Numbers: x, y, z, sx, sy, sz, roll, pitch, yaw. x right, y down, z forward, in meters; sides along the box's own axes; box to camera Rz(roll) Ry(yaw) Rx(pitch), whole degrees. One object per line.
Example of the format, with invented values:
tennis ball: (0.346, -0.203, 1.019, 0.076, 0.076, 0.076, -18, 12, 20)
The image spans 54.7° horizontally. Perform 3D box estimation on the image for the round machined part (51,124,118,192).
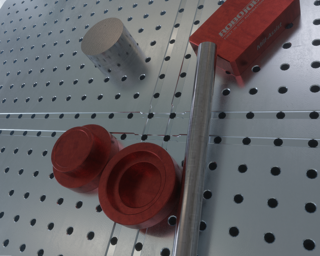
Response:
round machined part: (-0.111, 0.037, 0.433, 0.098, 0.042, 0.098, -13, 56, 21)

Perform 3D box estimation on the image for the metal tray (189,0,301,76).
metal tray: (0.116, -0.143, 0.432, 0.130, 0.030, 0.090, -46, 51, -4)

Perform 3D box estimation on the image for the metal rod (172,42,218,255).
metal rod: (0.040, 0.034, 0.348, 0.025, 0.025, 0.299, -2, 66, 27)

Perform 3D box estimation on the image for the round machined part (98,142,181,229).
round machined part: (-0.020, 0.069, 0.365, 0.098, 0.042, 0.098, -13, 56, 21)

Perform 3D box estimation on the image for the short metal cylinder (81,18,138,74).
short metal cylinder: (-0.084, -0.137, 0.521, 0.080, 0.050, 0.080, -13, 56, 21)
